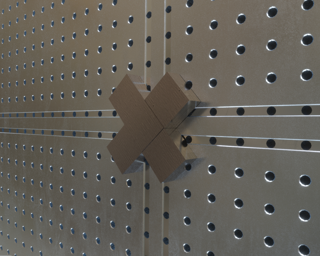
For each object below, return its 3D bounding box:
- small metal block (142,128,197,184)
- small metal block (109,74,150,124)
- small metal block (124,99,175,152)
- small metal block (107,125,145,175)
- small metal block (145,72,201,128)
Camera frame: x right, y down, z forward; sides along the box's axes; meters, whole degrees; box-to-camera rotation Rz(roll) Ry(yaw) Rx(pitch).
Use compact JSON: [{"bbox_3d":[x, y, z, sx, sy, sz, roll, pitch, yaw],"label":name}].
[{"bbox_3d":[0.011,0.035,0.398,0.050,0.025,0.050,-48,62,29],"label":"small metal block"},{"bbox_3d":[-0.040,-0.040,0.440,0.050,0.025,0.050,-48,62,29],"label":"small metal block"},{"bbox_3d":[-0.015,-0.003,0.418,0.050,0.025,0.050,-48,62,29],"label":"small metal block"},{"bbox_3d":[-0.043,0.030,0.443,0.050,0.025,0.050,-48,62,29],"label":"small metal block"},{"bbox_3d":[0.015,-0.035,0.394,0.050,0.025,0.050,-48,62,29],"label":"small metal block"}]
